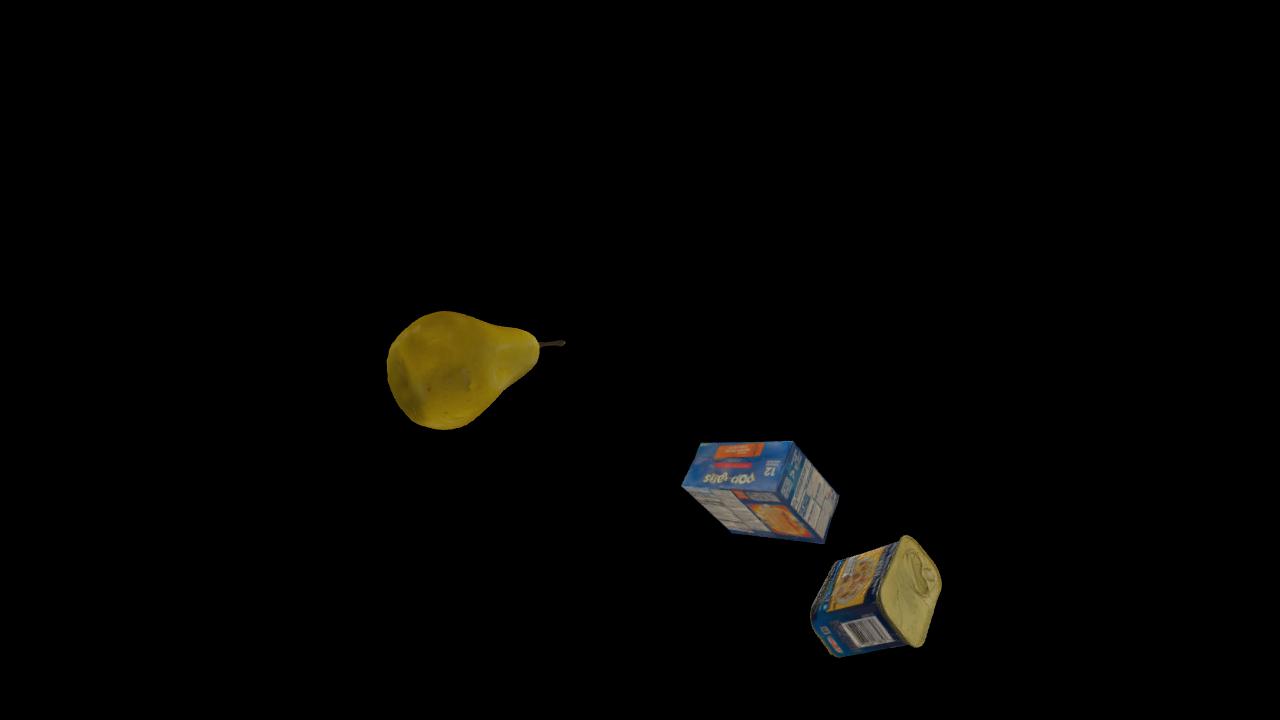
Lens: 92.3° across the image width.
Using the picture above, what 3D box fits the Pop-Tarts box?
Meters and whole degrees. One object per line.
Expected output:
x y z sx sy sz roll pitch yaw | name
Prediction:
0.174 0.189 0.892 0.167 0.083 0.141 -10 -47 46 | Pop-Tarts box

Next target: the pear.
-0.105 0.000 0.405 0.080 0.080 0.111 0 14 45 | pear

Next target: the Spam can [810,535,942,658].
0.213 0.216 0.560 0.101 0.058 0.085 -34 -5 -47 | Spam can
